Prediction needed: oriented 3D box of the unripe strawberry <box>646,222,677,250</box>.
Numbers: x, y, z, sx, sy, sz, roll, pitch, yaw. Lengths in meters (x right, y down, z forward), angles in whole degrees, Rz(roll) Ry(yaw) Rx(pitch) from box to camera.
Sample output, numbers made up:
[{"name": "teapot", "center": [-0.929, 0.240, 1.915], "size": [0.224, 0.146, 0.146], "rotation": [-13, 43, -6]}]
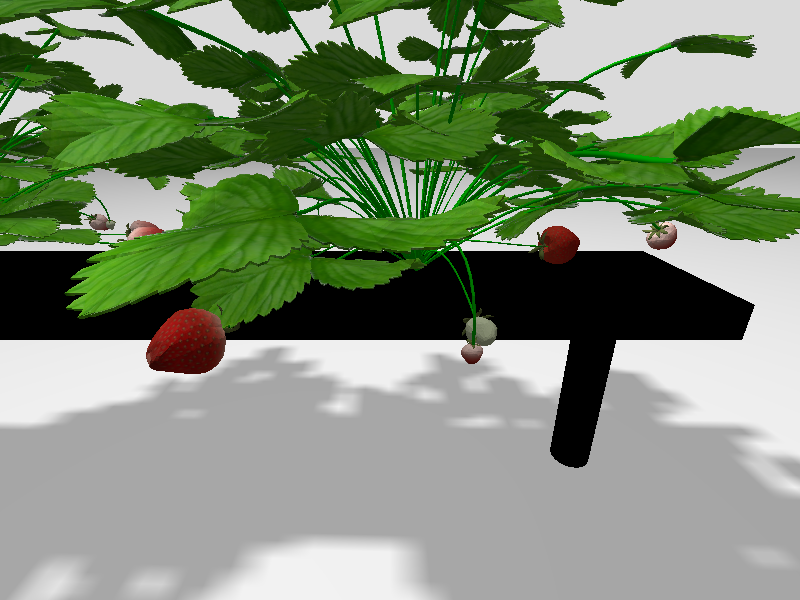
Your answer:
[{"name": "unripe strawberry", "center": [0.279, -0.066, 0.424], "size": [0.028, 0.029, 0.026], "rotation": [35, 9, -25]}]

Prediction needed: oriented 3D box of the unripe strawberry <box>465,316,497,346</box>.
[{"name": "unripe strawberry", "center": [0.048, 0.019, 0.234], "size": [0.019, 0.016, 0.019], "rotation": [-5, 31, -12]}]

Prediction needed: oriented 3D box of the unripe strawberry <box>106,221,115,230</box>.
[{"name": "unripe strawberry", "center": [-0.374, -0.096, 0.517], "size": [0.011, 0.011, 0.010], "rotation": [8, 24, 19]}]

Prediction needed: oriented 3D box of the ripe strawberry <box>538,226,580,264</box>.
[{"name": "ripe strawberry", "center": [0.156, -0.054, 0.389], "size": [0.038, 0.037, 0.035], "rotation": [-4, 23, -11]}]

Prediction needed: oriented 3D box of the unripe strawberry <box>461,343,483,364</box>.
[{"name": "unripe strawberry", "center": [0.039, 0.029, 0.216], "size": [0.012, 0.012, 0.010], "rotation": [-3, 23, -8]}]

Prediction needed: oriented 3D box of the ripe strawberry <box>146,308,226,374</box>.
[{"name": "ripe strawberry", "center": [-0.110, 0.023, 0.205], "size": [0.034, 0.036, 0.037], "rotation": [16, 28, 33]}]

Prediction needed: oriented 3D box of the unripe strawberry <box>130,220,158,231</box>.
[{"name": "unripe strawberry", "center": [-0.281, -0.074, 0.443], "size": [0.027, 0.029, 0.025], "rotation": [-12, 25, -27]}]

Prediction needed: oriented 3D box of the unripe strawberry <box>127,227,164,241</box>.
[{"name": "unripe strawberry", "center": [-0.237, -0.054, 0.385], "size": [0.040, 0.034, 0.039], "rotation": [-2, 23, -7]}]
